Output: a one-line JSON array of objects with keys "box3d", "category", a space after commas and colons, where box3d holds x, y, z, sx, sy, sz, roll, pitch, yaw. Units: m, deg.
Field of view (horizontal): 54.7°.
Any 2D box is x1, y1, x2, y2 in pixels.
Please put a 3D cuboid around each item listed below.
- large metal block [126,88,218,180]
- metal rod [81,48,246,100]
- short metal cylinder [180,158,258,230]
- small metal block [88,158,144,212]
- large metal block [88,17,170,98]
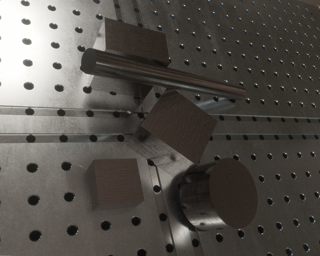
[{"box3d": [0.017, 0.006, 0.399, 0.080, 0.050, 0.080, 36, 51, -5], "category": "large metal block"}, {"box3d": [0.033, -0.061, 0.408, 0.302, 0.025, 0.025, 1, 60, -48], "category": "metal rod"}, {"box3d": [0.071, 0.080, 0.372, 0.081, 0.050, 0.080, 15, 65, -33], "category": "short metal cylinder"}, {"box3d": [-0.050, 0.062, 0.345, 0.050, 0.025, 0.050, 1, 61, -28], "category": "small metal block"}, {"box3d": [-0.044, -0.087, 0.404, 0.081, 0.080, 0.050, 7, 59, -25], "category": "large metal block"}]
